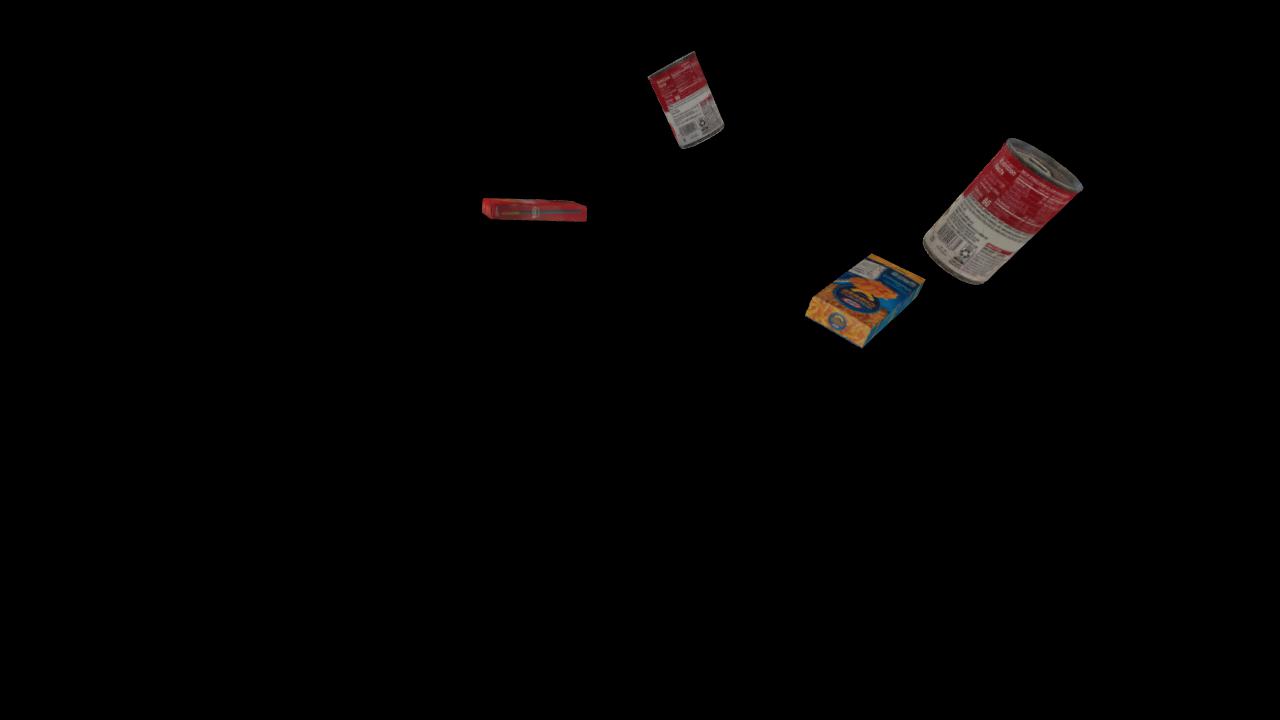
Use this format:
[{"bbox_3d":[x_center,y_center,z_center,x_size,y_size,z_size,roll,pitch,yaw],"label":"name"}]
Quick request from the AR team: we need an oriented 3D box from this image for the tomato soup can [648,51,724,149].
[{"bbox_3d":[0.062,-0.339,0.806,0.068,0.101,0.068,-25,23,11],"label":"tomato soup can"}]

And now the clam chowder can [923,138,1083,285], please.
[{"bbox_3d":[0.297,-0.121,0.513,0.068,0.068,0.102,0,-40,-30],"label":"clam chowder can"}]

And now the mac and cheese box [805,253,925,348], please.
[{"bbox_3d":[0.326,-0.090,0.882,0.093,0.041,0.184,36,48,25],"label":"mac and cheese box"}]

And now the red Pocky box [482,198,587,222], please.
[{"bbox_3d":[-0.170,-0.242,0.990,0.155,0.028,0.083,-4,22,-23],"label":"red Pocky box"}]
